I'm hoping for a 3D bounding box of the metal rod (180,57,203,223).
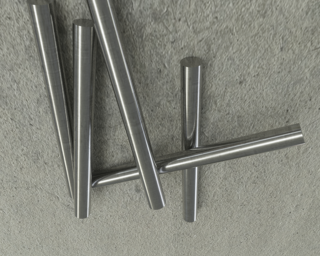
[{"bbox_3d":[0.043,0.040,0.441,0.025,0.025,0.298,-3,130,2],"label":"metal rod"}]

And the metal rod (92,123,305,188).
[{"bbox_3d":[0.029,0.043,0.412,0.300,0.025,0.025,-16,129,25],"label":"metal rod"}]

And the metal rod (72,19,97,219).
[{"bbox_3d":[-0.099,0.013,0.401,0.025,0.025,0.298,7,125,-6],"label":"metal rod"}]

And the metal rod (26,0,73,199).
[{"bbox_3d":[-0.124,-0.010,0.397,0.025,0.025,0.298,2,130,-2],"label":"metal rod"}]

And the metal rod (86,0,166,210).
[{"bbox_3d":[-0.034,-0.021,0.356,0.025,0.025,0.298,-9,120,7],"label":"metal rod"}]
